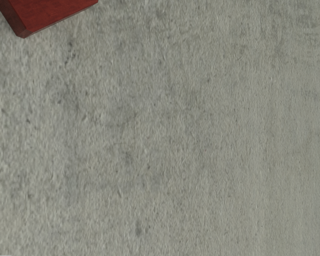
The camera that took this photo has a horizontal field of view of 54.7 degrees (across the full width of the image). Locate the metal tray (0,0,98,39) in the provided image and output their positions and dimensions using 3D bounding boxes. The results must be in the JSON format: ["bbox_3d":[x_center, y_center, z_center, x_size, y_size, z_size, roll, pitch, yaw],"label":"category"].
[{"bbox_3d":[-0.128,-0.164,0.294,0.090,0.030,0.130,-42,116,-32],"label":"metal tray"}]
